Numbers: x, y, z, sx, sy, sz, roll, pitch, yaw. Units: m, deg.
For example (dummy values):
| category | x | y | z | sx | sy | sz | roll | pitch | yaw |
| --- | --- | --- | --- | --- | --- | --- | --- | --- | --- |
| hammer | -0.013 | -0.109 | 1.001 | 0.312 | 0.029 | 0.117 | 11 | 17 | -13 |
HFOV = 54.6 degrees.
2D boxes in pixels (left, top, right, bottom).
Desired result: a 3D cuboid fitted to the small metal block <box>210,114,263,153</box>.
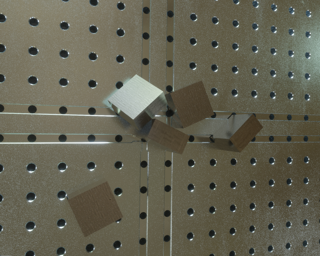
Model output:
| category | x | y | z | sx | sy | sz | roll | pitch | yaw |
| --- | --- | --- | --- | --- | --- | --- | --- | --- | --- |
| small metal block | 0.108 | 0.006 | 0.439 | 0.050 | 0.050 | 0.025 | -44 | 104 | -14 |

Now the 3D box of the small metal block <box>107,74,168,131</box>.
| category | x | y | z | sx | sy | sz | roll | pitch | yaw |
| --- | --- | --- | --- | --- | --- | --- | --- | --- | --- |
| small metal block | -0.028 | -0.033 | 0.387 | 0.050 | 0.050 | 0.025 | -44 | 147 | -15 |

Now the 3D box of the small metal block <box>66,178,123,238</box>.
| category | x | y | z | sx | sy | sz | roll | pitch | yaw |
| --- | --- | --- | --- | --- | --- | --- | --- | --- | --- |
| small metal block | -0.081 | 0.097 | 0.383 | 0.050 | 0.025 | 0.050 | -24 | 98 | -18 |

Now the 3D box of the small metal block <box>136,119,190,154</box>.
| category | x | y | z | sx | sy | sz | roll | pitch | yaw |
| --- | --- | --- | --- | --- | --- | --- | --- | --- | --- |
| small metal block | 0.002 | 0.011 | 0.400 | 0.050 | 0.050 | 0.025 | 27 | 81 | -18 |

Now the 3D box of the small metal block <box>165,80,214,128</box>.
| category | x | y | z | sx | sy | sz | roll | pitch | yaw |
| --- | --- | --- | --- | --- | --- | --- | --- | --- | --- |
| small metal block | 0.040 | -0.032 | 0.427 | 0.050 | 0.025 | 0.050 | -24 | 98 | -18 |
